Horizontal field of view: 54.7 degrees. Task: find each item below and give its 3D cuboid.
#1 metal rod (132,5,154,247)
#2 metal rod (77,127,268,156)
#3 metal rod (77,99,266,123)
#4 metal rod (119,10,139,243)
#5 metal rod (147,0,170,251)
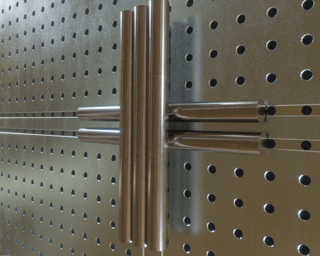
[{"bbox_3d":[-0.021,-0.002,0.393,0.025,0.025,0.298,1,91,39],"label":"metal rod"},{"bbox_3d":[-0.009,0.014,0.415,0.300,0.025,0.025,1,91,39],"label":"metal rod"},{"bbox_3d":[-0.011,-0.021,0.417,0.300,0.025,0.025,1,91,39],"label":"metal rod"},{"bbox_3d":[-0.041,-0.002,0.409,0.025,0.025,0.298,1,91,39],"label":"metal rod"},{"bbox_3d":[-0.002,-0.004,0.377,0.025,0.025,0.298,1,91,39],"label":"metal rod"}]
